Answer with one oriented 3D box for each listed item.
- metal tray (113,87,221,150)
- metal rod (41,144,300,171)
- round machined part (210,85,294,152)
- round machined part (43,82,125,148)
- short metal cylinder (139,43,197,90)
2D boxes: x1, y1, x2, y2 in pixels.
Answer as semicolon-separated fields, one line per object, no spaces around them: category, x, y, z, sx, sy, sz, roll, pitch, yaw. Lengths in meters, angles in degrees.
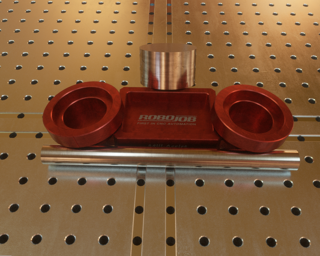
metal tray;0.010;-0.012;0.409;0.131;0.030;0.090;1;51;0
metal rod;0.011;0.035;0.373;0.302;0.025;0.025;1;50;1
round machined part;0.112;-0.008;0.392;0.099;0.042;0.098;5;48;-6
round machined part;-0.093;-0.012;0.395;0.099;0.042;0.098;-5;47;6
short metal cylinder;0.011;-0.090;0.443;0.081;0.050;0.080;0;24;0
